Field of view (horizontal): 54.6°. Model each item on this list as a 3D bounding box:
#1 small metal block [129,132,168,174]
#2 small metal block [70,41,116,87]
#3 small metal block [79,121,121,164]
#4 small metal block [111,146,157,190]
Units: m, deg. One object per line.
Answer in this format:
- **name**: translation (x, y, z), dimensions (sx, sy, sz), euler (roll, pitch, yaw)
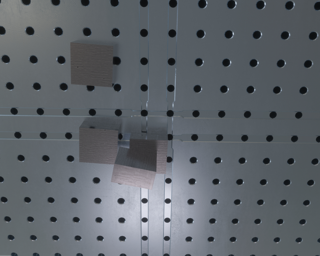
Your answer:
- **small metal block**: translation (-0.016, 0.034, 0.426), dimensions (0.050, 0.025, 0.050), euler (3, 110, -1)
- **small metal block**: translation (-0.082, -0.079, 0.383), dimensions (0.050, 0.025, 0.050), euler (4, 110, -2)
- **small metal block**: translation (-0.081, 0.020, 0.420), dimensions (0.050, 0.025, 0.050), euler (5, 110, -2)
- **small metal block**: translation (-0.031, 0.050, 0.391), dimensions (0.050, 0.050, 0.025), euler (12, 110, -4)
